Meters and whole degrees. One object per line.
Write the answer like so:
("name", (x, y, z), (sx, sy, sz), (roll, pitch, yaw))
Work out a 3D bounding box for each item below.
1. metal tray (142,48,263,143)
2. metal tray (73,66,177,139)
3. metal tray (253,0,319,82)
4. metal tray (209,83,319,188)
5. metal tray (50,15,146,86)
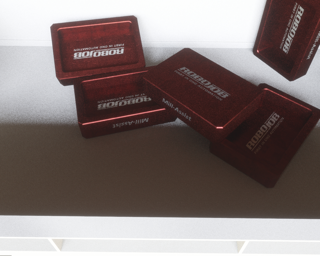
("metal tray", (0.052, -0.048, 0.402), (0.130, 0.030, 0.091), (37, 59, 27))
("metal tray", (-0.049, -0.040, 0.434), (0.131, 0.030, 0.090), (-11, 51, -10))
("metal tray", (0.193, -0.145, 0.460), (0.030, 0.129, 0.090), (-26, 55, -20))
("metal tray", (0.137, 0.003, 0.399), (0.090, 0.030, 0.131), (33, 57, 24))
("metal tray", (-0.094, -0.119, 0.475), (0.131, 0.030, 0.090), (-9, 79, -8))
